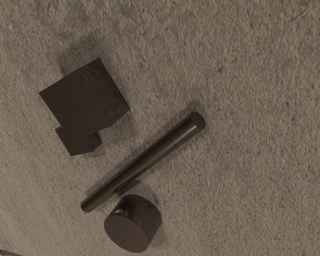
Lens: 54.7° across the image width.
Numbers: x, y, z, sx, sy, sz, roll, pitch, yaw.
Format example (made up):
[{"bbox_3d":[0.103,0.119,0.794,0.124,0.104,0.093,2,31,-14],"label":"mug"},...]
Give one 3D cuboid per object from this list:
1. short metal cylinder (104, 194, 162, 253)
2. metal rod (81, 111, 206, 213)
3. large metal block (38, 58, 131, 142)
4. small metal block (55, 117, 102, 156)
[{"bbox_3d":[-0.044,0.157,0.509,0.080,0.050,0.079,13,124,20],"label":"short metal cylinder"},{"bbox_3d":[-0.043,0.066,0.468,0.025,0.025,0.299,46,129,-4],"label":"metal rod"},{"bbox_3d":[-0.101,-0.036,0.419,0.080,0.050,0.080,-20,108,35],"label":"large metal block"},{"bbox_3d":[-0.126,0.013,0.479,0.050,0.025,0.050,-13,112,33],"label":"small metal block"}]
